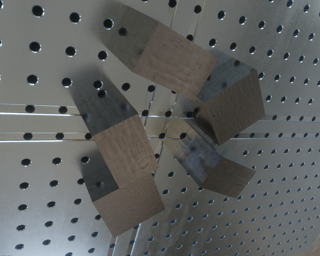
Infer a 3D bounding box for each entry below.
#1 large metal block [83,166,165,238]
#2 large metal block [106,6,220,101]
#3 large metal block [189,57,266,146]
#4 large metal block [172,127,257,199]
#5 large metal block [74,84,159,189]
[{"bbox_3d":[-0.048,0.091,0.427,0.080,0.050,0.080,-27,128,-12],"label":"large metal block"},{"bbox_3d":[0.001,-0.080,0.328,0.080,0.080,0.050,20,108,-36],"label":"large metal block"},{"bbox_3d":[0.090,-0.036,0.424,0.080,0.050,0.080,-32,129,-8],"label":"large metal block"},{"bbox_3d":[0.078,0.050,0.451,0.080,0.080,0.050,24,105,-37],"label":"large metal block"},{"bbox_3d":[-0.050,0.008,0.354,0.050,0.080,0.080,-27,128,-12],"label":"large metal block"}]
